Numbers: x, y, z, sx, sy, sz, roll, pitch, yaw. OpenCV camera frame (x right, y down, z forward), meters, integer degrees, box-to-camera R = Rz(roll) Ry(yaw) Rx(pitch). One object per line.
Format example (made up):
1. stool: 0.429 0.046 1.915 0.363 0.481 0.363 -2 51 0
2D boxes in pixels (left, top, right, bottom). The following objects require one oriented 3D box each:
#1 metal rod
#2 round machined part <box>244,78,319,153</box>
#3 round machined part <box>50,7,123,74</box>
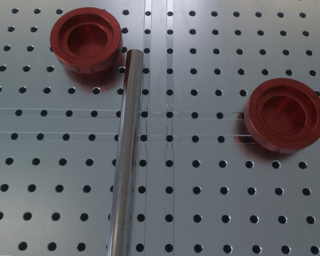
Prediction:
1. metal rod: -0.043 0.033 0.399 0.025 0.025 0.299 3 70 1
2. round machined part: 0.160 -0.013 0.409 0.099 0.042 0.098 0 70 0
3. round machined part: -0.102 -0.121 0.446 0.099 0.042 0.098 0 70 0
